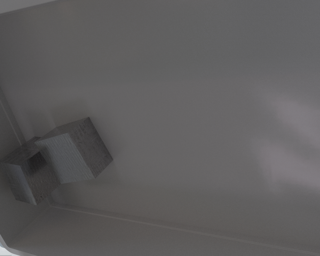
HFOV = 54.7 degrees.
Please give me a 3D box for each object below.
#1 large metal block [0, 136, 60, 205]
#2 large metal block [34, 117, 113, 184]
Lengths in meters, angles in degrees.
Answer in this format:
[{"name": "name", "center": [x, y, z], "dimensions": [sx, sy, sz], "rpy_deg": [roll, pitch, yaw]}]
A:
[{"name": "large metal block", "center": [-0.212, 0.071, 0.529], "dimensions": [0.050, 0.080, 0.079], "rpy_deg": [5, 121, 26]}, {"name": "large metal block", "center": [-0.134, 0.037, 0.486], "dimensions": [0.080, 0.050, 0.080], "rpy_deg": [-14, 111, 34]}]
